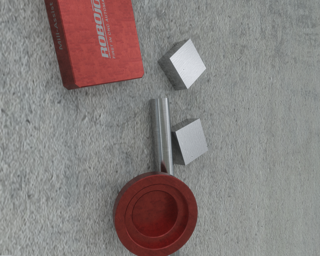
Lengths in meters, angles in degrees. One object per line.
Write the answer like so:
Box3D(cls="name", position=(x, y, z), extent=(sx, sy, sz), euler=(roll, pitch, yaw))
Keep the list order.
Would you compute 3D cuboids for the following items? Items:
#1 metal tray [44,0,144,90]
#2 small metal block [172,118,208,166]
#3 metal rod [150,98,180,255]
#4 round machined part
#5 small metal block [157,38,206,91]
Box3D(cls="metal tray", position=(-0.072, -0.113, 0.343), extent=(0.091, 0.030, 0.129), euler=(-17, 101, -39))
Box3D(cls="small metal block", position=(0.037, 0.018, 0.438), extent=(0.050, 0.025, 0.050), euler=(-28, 108, -37))
Box3D(cls="metal rod", position=(0.010, 0.110, 0.415), extent=(0.025, 0.025, 0.298), euler=(-7, 95, -40))
Box3D(cls="round machined part", position=(-0.008, 0.101, 0.374), extent=(0.099, 0.042, 0.097), euler=(-1, 93, -16))
Box3D(cls="small metal block", position=(0.032, -0.088, 0.433), extent=(0.050, 0.025, 0.050), euler=(-49, 119, -29))
